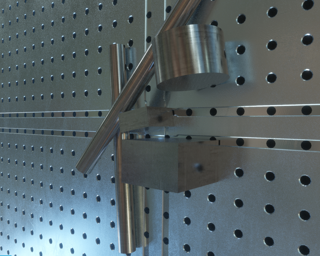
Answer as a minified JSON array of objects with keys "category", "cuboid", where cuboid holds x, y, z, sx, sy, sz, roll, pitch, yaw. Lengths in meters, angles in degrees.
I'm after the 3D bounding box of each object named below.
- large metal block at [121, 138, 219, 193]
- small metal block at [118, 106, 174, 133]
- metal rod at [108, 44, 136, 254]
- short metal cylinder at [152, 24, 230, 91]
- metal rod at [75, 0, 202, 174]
[{"category":"large metal block","cuboid":[0.013,0.039,0.362,0.080,0.081,0.050,1,91,39]},{"category":"small metal block","cuboid":[-0.018,-0.010,0.406,0.050,0.050,0.025,-12,83,39]},{"category":"metal rod","cuboid":[-0.055,0.028,0.452,0.025,0.025,0.298,-5,87,39]},{"category":"short metal cylinder","cuboid":[0.033,-0.074,0.345,0.080,0.081,0.050,-11,83,39]},{"category":"metal rod","cuboid":[-0.031,-0.058,0.410,0.025,0.025,0.299,45,110,30]}]
